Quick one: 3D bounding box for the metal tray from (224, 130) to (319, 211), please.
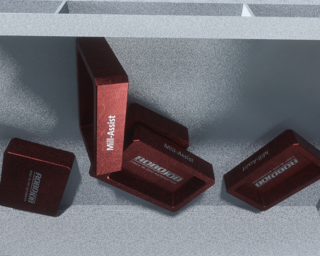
[{"bbox_3d":[0.173,0.069,0.465,0.090,0.030,0.129,31,124,-24],"label":"metal tray"}]

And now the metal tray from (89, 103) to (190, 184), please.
[{"bbox_3d":[-0.031,0.035,0.435,0.090,0.030,0.129,26,126,-21],"label":"metal tray"}]

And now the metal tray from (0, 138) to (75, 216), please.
[{"bbox_3d":[-0.190,0.079,0.471,0.091,0.030,0.129,17,128,-14],"label":"metal tray"}]

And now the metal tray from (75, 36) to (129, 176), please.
[{"bbox_3d":[-0.067,-0.023,0.343,0.030,0.090,0.129,-10,134,-22],"label":"metal tray"}]

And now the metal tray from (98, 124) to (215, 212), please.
[{"bbox_3d":[-0.003,0.059,0.415,0.131,0.030,0.090,30,124,-24],"label":"metal tray"}]
